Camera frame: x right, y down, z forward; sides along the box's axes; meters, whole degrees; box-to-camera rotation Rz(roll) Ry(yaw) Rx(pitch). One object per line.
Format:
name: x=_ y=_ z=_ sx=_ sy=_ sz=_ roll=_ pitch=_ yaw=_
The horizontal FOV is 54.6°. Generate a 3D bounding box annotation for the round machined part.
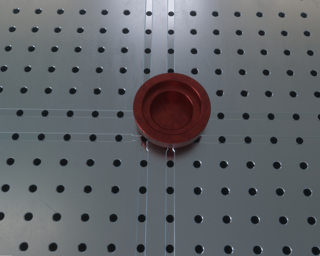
round machined part: x=0.015 y=-0.020 z=0.410 sx=0.099 sy=0.042 sz=0.098 roll=0 pitch=70 yaw=0
